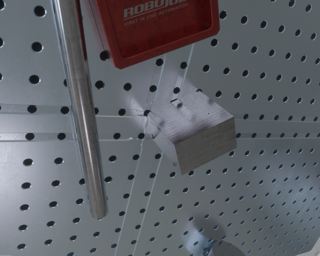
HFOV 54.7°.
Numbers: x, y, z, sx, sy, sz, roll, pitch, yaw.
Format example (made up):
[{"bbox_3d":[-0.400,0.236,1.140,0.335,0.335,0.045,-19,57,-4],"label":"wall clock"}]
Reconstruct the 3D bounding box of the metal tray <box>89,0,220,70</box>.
[{"bbox_3d":[-0.002,-0.127,0.328,0.131,0.030,0.089,-23,127,-14],"label":"metal tray"}]

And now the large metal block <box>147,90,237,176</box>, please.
[{"bbox_3d":[0.040,0.003,0.400,0.081,0.080,0.050,-25,128,-13],"label":"large metal block"}]

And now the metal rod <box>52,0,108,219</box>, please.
[{"bbox_3d":[-0.087,-0.007,0.359,0.025,0.025,0.298,-14,125,-21],"label":"metal rod"}]

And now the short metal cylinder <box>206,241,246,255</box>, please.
[{"bbox_3d":[0.130,0.274,0.617,0.081,0.080,0.050,10,113,-33],"label":"short metal cylinder"}]
